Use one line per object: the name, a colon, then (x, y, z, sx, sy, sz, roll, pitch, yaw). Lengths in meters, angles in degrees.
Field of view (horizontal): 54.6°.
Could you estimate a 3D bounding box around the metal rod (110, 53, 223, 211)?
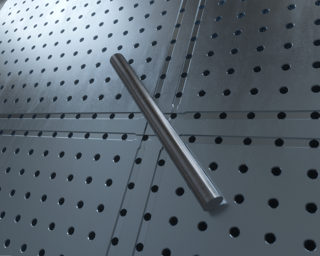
metal rod: (-0.008, -0.016, 0.424, 0.025, 0.025, 0.300, -37, 51, 4)
